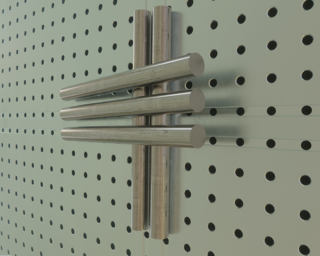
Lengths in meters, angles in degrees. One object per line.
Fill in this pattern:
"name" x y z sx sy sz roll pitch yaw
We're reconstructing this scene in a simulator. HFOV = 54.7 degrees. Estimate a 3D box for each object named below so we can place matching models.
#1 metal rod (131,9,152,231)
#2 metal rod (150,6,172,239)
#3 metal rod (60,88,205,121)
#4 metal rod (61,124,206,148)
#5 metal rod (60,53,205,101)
"metal rod" -0.026 -0.010 0.429 0.025 0.025 0.298 1 91 39
"metal rod" 0.001 -0.007 0.407 0.025 0.025 0.298 1 91 39
"metal rod" -0.062 -0.026 0.431 0.300 0.025 0.025 -1 89 48
"metal rod" -0.061 0.009 0.430 0.300 0.025 0.025 0 90 48
"metal rod" -0.063 -0.063 0.432 0.300 0.025 0.025 -2 89 47
